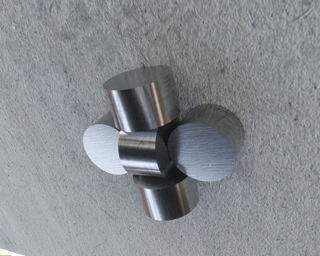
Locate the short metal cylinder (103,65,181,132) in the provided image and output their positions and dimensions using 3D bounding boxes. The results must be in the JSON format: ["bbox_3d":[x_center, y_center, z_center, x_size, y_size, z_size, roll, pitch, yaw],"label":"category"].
[{"bbox_3d":[-0.020,-0.036,0.362,0.080,0.080,0.050,0,118,28],"label":"short metal cylinder"}]

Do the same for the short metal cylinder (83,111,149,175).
[{"bbox_3d":[-0.059,0.018,0.435,0.080,0.050,0.079,13,123,20],"label":"short metal cylinder"}]

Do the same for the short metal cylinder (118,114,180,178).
[{"bbox_3d":[-0.008,0.021,0.391,0.050,0.080,0.080,1,119,28],"label":"short metal cylinder"}]

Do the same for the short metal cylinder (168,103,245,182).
[{"bbox_3d":[0.056,0.017,0.373,0.080,0.050,0.079,13,124,21],"label":"short metal cylinder"}]

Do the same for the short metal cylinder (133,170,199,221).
[{"bbox_3d":[0.009,0.077,0.417,0.080,0.080,0.050,0,118,28],"label":"short metal cylinder"}]
